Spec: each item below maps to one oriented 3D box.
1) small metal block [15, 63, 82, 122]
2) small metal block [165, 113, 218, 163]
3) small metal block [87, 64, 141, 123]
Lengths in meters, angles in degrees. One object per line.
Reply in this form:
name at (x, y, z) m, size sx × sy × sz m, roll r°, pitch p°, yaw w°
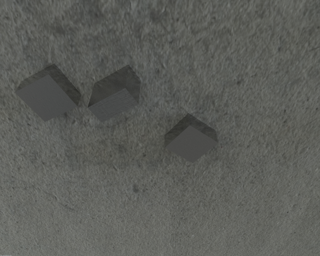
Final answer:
small metal block at (-0.132, -0.041, 0.370) m, size 0.050 × 0.025 × 0.050 m, roll -23°, pitch 127°, yaw 18°
small metal block at (0.042, 0.015, 0.421) m, size 0.050 × 0.025 × 0.050 m, roll 31°, pitch 124°, yaw -24°
small metal block at (-0.051, -0.040, 0.356) m, size 0.050 × 0.050 × 0.025 m, roll -25°, pitch 126°, yaw 19°
